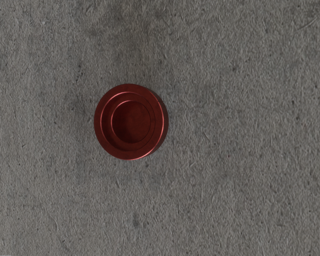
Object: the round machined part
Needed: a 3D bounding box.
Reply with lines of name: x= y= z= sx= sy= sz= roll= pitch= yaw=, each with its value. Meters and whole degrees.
round machined part: x=-0.034 y=-0.008 z=0.413 sx=0.098 sy=0.042 sz=0.097 roll=0 pitch=90 yaw=20
